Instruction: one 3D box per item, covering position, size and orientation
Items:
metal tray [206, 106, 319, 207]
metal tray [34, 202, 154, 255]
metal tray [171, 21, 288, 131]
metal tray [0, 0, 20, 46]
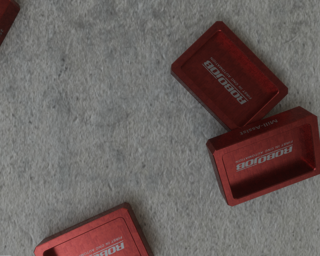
[{"bbox_3d":[0.133,0.037,0.391,0.131,0.030,0.090,-20,116,-1],"label":"metal tray"},{"bbox_3d":[-0.084,0.166,0.406,0.131,0.030,0.090,-24,90,-1],"label":"metal tray"},{"bbox_3d":[0.089,-0.062,0.408,0.090,0.030,0.130,-44,91,0],"label":"metal tray"},{"bbox_3d":[-0.257,-0.129,0.404,0.090,0.030,0.130,28,90,-1],"label":"metal tray"}]
